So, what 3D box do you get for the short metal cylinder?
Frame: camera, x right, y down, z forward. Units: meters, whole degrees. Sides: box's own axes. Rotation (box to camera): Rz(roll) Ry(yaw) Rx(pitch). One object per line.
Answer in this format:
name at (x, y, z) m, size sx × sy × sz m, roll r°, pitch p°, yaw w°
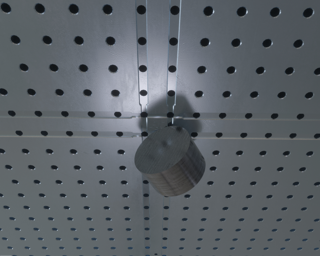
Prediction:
short metal cylinder at (0.014, 0.043, 0.412) m, size 0.080 × 0.080 × 0.050 m, roll -22°, pitch 127°, yaw 17°
